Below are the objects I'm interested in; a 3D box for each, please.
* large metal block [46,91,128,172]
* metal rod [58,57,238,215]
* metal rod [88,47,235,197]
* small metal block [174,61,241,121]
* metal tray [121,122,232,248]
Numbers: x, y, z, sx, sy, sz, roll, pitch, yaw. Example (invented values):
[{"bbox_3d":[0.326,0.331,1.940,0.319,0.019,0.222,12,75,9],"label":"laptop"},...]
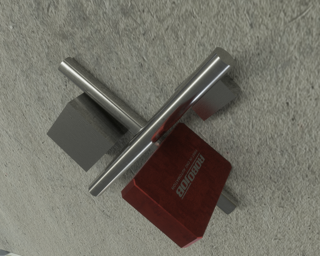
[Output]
[{"bbox_3d":[-0.103,0.004,0.445,0.080,0.050,0.080,45,129,-4],"label":"large metal block"},{"bbox_3d":[-0.015,0.011,0.422,0.300,0.025,0.025,41,129,0],"label":"metal rod"},{"bbox_3d":[-0.019,0.014,0.392,0.025,0.025,0.298,43,129,-2],"label":"metal rod"},{"bbox_3d":[0.054,-0.044,0.352,0.050,0.025,0.050,46,129,-4],"label":"small metal block"},{"bbox_3d":[0.026,0.059,0.361,0.090,0.131,0.030,41,130,0],"label":"metal tray"}]
